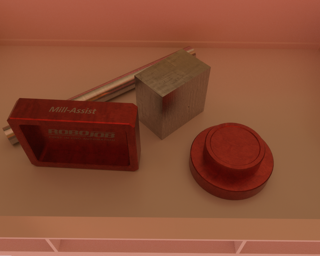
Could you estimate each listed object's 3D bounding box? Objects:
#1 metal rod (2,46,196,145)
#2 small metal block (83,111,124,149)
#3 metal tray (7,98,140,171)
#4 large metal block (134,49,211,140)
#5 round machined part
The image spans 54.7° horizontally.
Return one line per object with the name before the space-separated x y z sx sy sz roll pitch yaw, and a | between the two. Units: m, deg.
metal rod | -0.071 -0.056 0.450 0.302 0.025 0.025 -29 56 -22
small metal block | -0.071 0.002 0.386 0.050 0.050 0.025 3 50 2
metal tray | -0.090 0.010 0.352 0.131 0.089 0.030 3 50 2
large metal block | 0.016 -0.044 0.406 0.080 0.080 0.050 -34 58 -26
round machined part | 0.085 0.032 0.368 0.099 0.042 0.098 0 50 0
